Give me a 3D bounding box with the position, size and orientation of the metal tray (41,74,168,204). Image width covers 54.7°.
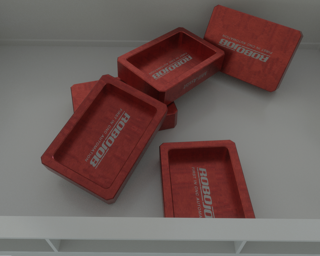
[{"bbox_3d":[-0.060,0.010,0.361,0.090,0.030,0.130,28,68,6],"label":"metal tray"}]

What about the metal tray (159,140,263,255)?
[{"bbox_3d":[0.048,0.074,0.339,0.091,0.030,0.130,-2,50,-3],"label":"metal tray"}]

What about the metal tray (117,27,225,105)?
[{"bbox_3d":[0.017,-0.091,0.439,0.131,0.030,0.090,-35,60,-30],"label":"metal tray"}]

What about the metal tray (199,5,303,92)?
[{"bbox_3d":[0.130,-0.120,0.463,0.130,0.089,0.030,27,25,20],"label":"metal tray"}]

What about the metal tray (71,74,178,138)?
[{"bbox_3d":[-0.051,-0.031,0.427,0.131,0.030,0.090,-12,51,-10],"label":"metal tray"}]
